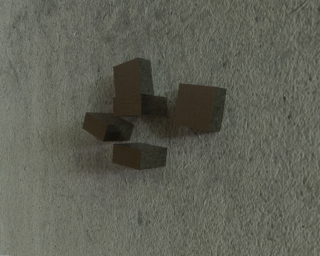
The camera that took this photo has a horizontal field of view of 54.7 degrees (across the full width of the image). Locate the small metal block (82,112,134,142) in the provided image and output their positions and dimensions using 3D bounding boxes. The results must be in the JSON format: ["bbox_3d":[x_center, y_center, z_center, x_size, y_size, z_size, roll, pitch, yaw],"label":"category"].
[{"bbox_3d":[-0.075,-0.002,0.451,0.050,0.050,0.025,27,107,36],"label":"small metal block"}]

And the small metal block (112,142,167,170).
[{"bbox_3d":[-0.027,0.036,0.411,0.050,0.050,0.025,9,96,39],"label":"small metal block"}]

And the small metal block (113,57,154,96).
[{"bbox_3d":[-0.038,-0.066,0.436,0.050,0.025,0.050,-10,84,39],"label":"small metal block"}]

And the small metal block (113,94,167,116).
[{"bbox_3d":[-0.026,-0.028,0.410,0.050,0.050,0.025,-1,90,40],"label":"small metal block"}]

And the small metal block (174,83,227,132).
[{"bbox_3d":[0.047,-0.025,0.366,0.050,0.025,0.050,12,98,39],"label":"small metal block"}]
